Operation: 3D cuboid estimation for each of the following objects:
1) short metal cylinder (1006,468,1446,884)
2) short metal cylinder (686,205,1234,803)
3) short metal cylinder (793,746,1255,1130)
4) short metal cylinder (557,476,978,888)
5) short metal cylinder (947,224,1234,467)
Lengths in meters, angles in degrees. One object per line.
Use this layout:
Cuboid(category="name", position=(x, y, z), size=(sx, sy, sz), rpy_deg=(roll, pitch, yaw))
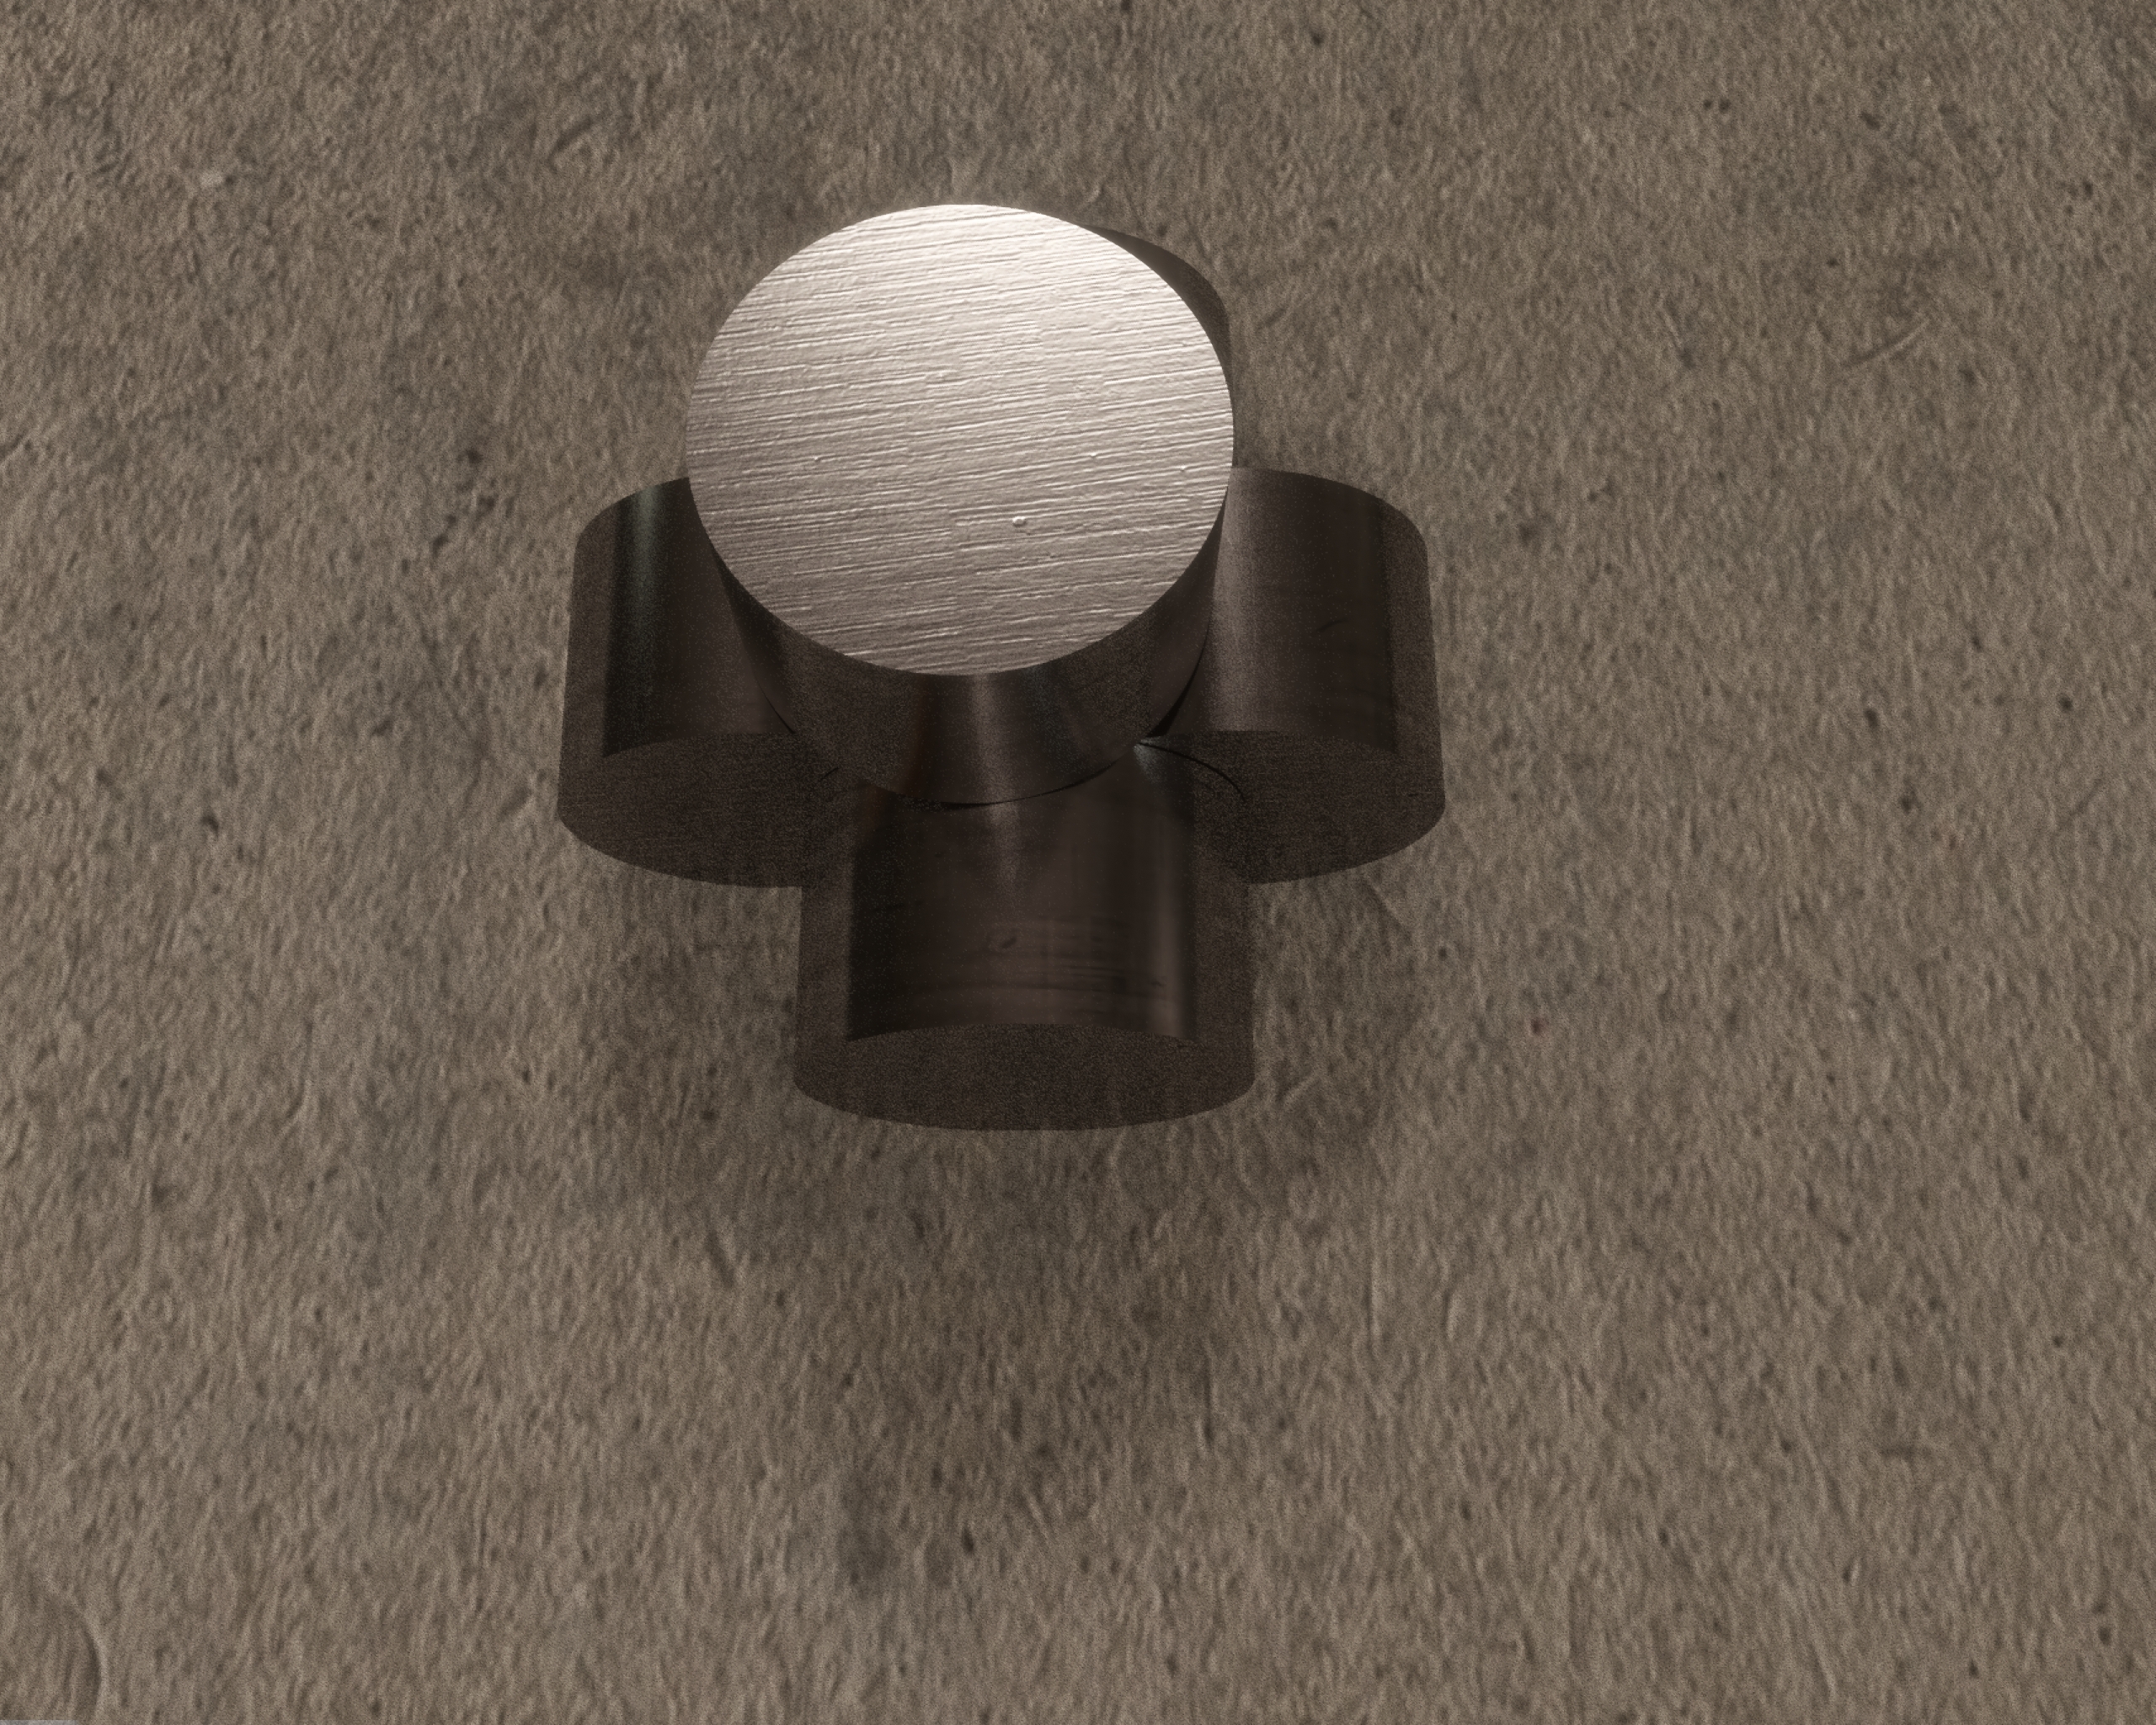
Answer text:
Cuboid(category="short metal cylinder", position=(0.027, -0.032, 0.392), size=(0.081, 0.080, 0.050), rpy_deg=(0, 70, -1))
Cuboid(category="short metal cylinder", position=(-0.017, -0.055, 0.331), size=(0.081, 0.050, 0.080), rpy_deg=(0, 70, 0))
Cuboid(category="short metal cylinder", position=(-0.009, 0.015, 0.374), size=(0.081, 0.080, 0.050), rpy_deg=(0, 70, -1))
Cuboid(category="short metal cylinder", position=(-0.055, -0.031, 0.391), size=(0.081, 0.080, 0.050), rpy_deg=(-1, 70, -1))
Cuboid(category="short metal cylinder", position=(-0.009, -0.080, 0.409), size=(0.081, 0.080, 0.050), rpy_deg=(-2, 70, -1))
